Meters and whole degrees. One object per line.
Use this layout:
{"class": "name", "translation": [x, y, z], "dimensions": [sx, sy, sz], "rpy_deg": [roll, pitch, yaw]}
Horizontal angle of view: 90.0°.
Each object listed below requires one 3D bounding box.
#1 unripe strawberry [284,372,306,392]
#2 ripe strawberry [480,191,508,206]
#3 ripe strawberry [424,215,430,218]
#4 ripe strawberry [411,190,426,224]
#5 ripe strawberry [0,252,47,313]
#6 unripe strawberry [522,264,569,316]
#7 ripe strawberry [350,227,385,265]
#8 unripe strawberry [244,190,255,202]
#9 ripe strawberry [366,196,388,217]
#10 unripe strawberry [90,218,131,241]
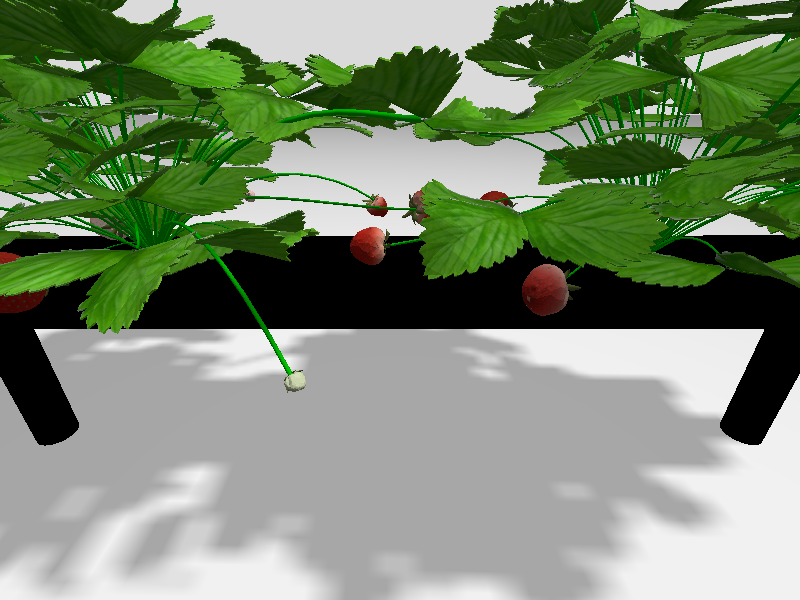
{"class": "unripe strawberry", "translation": [-0.053, 0.042, 0.203], "dimensions": [0.011, 0.010, 0.010], "rpy_deg": [-22, 35, -37]}
{"class": "ripe strawberry", "translation": [0.100, -0.099, 0.443], "dimensions": [0.043, 0.043, 0.047], "rpy_deg": [17, 31, 32]}
{"class": "ripe strawberry", "translation": [0.042, -0.087, 0.430], "dimensions": [0.033, 0.033, 0.036], "rpy_deg": [4, 26, 22]}
{"class": "ripe strawberry", "translation": [0.035, -0.105, 0.458], "dimensions": [0.041, 0.041, 0.045], "rpy_deg": [-10, 28, -20]}
{"class": "ripe strawberry", "translation": [-0.268, -0.010, 0.268], "dimensions": [0.045, 0.039, 0.046], "rpy_deg": [10, 29, 20]}
{"class": "unripe strawberry", "translation": [0.095, -0.006, 0.267], "dimensions": [0.033, 0.034, 0.030], "rpy_deg": [-21, 34, -35]}
{"class": "ripe strawberry", "translation": [-0.028, -0.047, 0.352], "dimensions": [0.031, 0.033, 0.029], "rpy_deg": [-2, 27, -3]}
{"class": "unripe strawberry", "translation": [-0.215, -0.149, 0.574], "dimensions": [0.016, 0.017, 0.017], "rpy_deg": [1, 26, 2]}
{"class": "ripe strawberry", "translation": [-0.027, -0.114, 0.494], "dimensions": [0.028, 0.025, 0.026], "rpy_deg": [32, -9, 46]}
{"class": "unripe strawberry", "translation": [-0.304, -0.082, 0.419], "dimensions": [0.040, 0.039, 0.037], "rpy_deg": [19, 32, 34]}
